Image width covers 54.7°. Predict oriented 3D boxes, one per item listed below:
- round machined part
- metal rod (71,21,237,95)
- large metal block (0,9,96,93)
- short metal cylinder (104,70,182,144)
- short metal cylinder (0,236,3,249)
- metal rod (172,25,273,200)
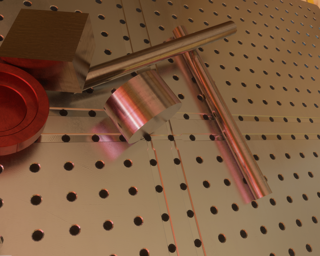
[{"bbox_3d":[-0.168,-0.016,0.316,0.099,0.042,0.098,14,56,-21],"label":"round machined part"},{"bbox_3d":[0.005,-0.112,0.456,0.302,0.025,0.025,-27,77,-30],"label":"metal rod"},{"bbox_3d":[-0.127,-0.090,0.361,0.080,0.050,0.080,5,57,2],"label":"large metal block"},{"bbox_3d":[-0.020,-0.025,0.377,0.081,0.080,0.050,-30,79,-38],"label":"short metal cylinder"},{"bbox_3d":[-0.169,0.082,0.232,0.081,0.080,0.050,-16,70,-34],"label":"short metal cylinder"},{"bbox_3d":[0.088,-0.035,0.476,0.025,0.025,0.299,-10,67,-33],"label":"metal rod"}]
